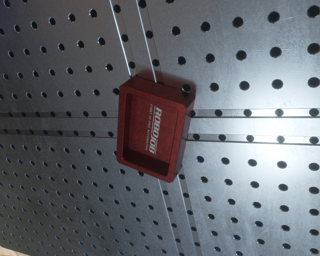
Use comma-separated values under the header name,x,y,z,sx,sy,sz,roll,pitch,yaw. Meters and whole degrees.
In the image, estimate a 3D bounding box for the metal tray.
name,x,y,z,sx,sy,sz,roll,pitch,yaw
metal tray,-0.010,0.005,0.417,0.090,0.030,0.129,19,126,16
